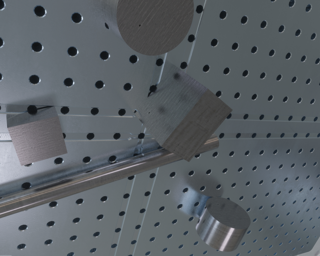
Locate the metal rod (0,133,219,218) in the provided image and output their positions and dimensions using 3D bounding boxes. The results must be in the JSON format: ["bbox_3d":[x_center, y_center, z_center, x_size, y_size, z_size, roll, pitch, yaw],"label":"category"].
[{"bbox_3d":[-0.055,0.057,0.416,0.302,0.025,0.025,-15,125,-20],"label":"metal rod"}]

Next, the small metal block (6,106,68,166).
[{"bbox_3d":[-0.135,0.008,0.343,0.050,0.025,0.050,-16,125,-20],"label":"small metal block"}]

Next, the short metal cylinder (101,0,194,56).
[{"bbox_3d":[-0.013,-0.120,0.314,0.081,0.050,0.079,-14,124,-21],"label":"short metal cylinder"}]

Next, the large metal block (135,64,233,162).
[{"bbox_3d":[0.026,-0.019,0.378,0.050,0.080,0.080,32,100,-38],"label":"large metal block"}]

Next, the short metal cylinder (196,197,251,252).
[{"bbox_3d":[0.109,0.165,0.538,0.081,0.080,0.050,5,116,-31],"label":"short metal cylinder"}]
